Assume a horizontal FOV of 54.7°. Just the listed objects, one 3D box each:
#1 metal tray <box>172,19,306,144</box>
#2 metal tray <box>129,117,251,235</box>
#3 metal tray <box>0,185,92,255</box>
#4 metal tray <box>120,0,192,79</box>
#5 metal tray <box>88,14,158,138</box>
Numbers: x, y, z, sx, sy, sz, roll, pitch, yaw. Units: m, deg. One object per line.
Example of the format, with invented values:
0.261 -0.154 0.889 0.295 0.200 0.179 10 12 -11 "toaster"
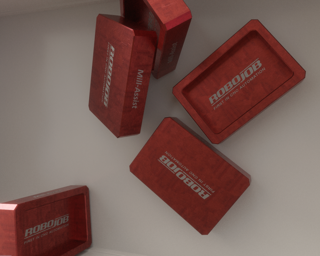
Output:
0.092 -0.053 0.375 0.130 0.030 0.090 -40 78 15 "metal tray"
0.036 0.058 0.394 0.130 0.030 0.090 39 102 15 "metal tray"
-0.143 0.130 0.402 0.030 0.131 0.089 -4 88 25 "metal tray"
-0.011 -0.121 0.356 0.030 0.130 0.090 -31 81 -11 "metal tray"
-0.051 -0.064 0.382 0.090 0.030 0.129 39 127 43 "metal tray"
